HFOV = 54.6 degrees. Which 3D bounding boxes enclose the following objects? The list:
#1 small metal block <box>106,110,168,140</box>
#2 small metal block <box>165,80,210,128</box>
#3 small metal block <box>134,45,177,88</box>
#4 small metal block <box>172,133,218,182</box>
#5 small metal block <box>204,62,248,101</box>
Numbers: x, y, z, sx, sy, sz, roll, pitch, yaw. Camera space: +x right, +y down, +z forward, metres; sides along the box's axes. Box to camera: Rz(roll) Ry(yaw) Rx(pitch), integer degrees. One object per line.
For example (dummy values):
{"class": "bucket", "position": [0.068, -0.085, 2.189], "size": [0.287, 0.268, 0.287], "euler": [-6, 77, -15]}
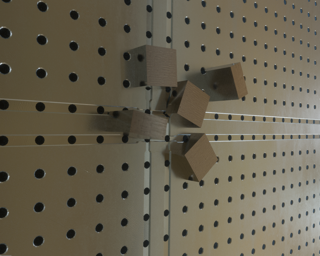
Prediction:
{"class": "small metal block", "position": [-0.028, -0.003, 0.369], "size": [0.050, 0.050, 0.025], "euler": [14, 81, -39]}
{"class": "small metal block", "position": [0.040, -0.033, 0.442], "size": [0.050, 0.025, 0.050], "euler": [29, 72, -36]}
{"class": "small metal block", "position": [-0.005, -0.078, 0.404], "size": [0.050, 0.025, 0.050], "euler": [-3, 92, -40]}
{"class": "small metal block", "position": [0.052, 0.042, 0.452], "size": [0.050, 0.025, 0.050], "euler": [-43, 116, -31]}
{"class": "small metal block", "position": [0.101, -0.070, 0.476], "size": [0.025, 0.050, 0.050], "euler": [-30, 109, -36]}
